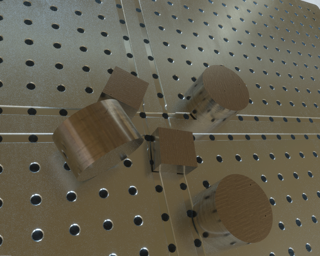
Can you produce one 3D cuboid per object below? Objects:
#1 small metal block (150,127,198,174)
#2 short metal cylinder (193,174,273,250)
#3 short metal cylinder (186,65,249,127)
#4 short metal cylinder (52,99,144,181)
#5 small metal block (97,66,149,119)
[{"bbox_3d":[0.017,0.030,0.399,0.050,0.025,0.050,9,58,-24],"label":"small metal block"},{"bbox_3d":[0.088,0.102,0.377,0.081,0.050,0.080,14,56,-21],"label":"short metal cylinder"},{"bbox_3d":[0.086,-0.048,0.467,0.081,0.050,0.080,13,56,-21],"label":"short metal cylinder"},{"bbox_3d":[-0.065,0.013,0.330,0.081,0.080,0.050,-26,76,-37],"label":"short metal cylinder"},{"bbox_3d":[-0.048,-0.047,0.411,0.050,0.025,0.050,27,52,-12],"label":"small metal block"}]
